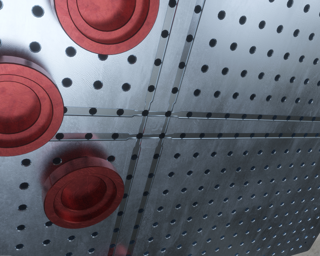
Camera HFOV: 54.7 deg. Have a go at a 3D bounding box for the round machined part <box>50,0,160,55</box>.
[{"bbox_3d":[-0.054,-0.123,0.295,0.099,0.042,0.097,-14,125,-21],"label":"round machined part"}]

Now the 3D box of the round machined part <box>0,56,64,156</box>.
[{"bbox_3d":[-0.149,-0.024,0.305,0.099,0.042,0.097,-14,125,-21],"label":"round machined part"}]

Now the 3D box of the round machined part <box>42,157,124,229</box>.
[{"bbox_3d":[-0.099,0.077,0.395,0.099,0.042,0.097,-14,124,-21],"label":"round machined part"}]
